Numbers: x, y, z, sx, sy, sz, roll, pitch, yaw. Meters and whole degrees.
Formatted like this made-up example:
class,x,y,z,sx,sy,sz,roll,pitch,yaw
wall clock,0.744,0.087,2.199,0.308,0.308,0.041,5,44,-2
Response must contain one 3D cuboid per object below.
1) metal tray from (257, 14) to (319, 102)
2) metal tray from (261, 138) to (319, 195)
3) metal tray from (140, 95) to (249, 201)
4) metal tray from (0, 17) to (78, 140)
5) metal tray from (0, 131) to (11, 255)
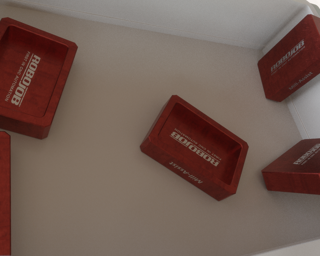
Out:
class,x,y,z,sx,sy,sz,roll,pitch,yaw
metal tray,0.229,-0.116,0.532,0.030,0.129,0.090,12,57,-22
metal tray,0.222,0.051,0.447,0.131,0.090,0.030,-24,99,-36
metal tray,0.050,0.025,0.413,0.130,0.030,0.090,34,51,-6
metal tray,-0.155,-0.059,0.354,0.091,0.030,0.130,18,55,-18
metal tray,-0.179,0.066,0.265,0.091,0.030,0.130,1,61,-28
